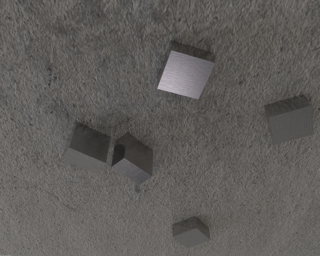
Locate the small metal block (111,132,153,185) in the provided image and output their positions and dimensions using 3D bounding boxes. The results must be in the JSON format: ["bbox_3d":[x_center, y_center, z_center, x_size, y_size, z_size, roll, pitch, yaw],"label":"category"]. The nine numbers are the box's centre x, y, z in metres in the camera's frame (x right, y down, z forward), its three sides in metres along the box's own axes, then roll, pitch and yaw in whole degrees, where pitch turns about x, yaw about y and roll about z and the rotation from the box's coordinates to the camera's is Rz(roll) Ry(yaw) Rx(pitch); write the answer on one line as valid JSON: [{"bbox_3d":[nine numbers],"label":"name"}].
[{"bbox_3d":[-0.037,0.042,0.426,0.025,0.050,0.050,-36,122,27],"label":"small metal block"}]

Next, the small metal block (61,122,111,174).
[{"bbox_3d":[-0.097,0.026,0.412,0.050,0.050,0.025,27,125,-21],"label":"small metal block"}]

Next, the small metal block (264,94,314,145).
[{"bbox_3d":[0.167,-0.010,0.400,0.050,0.025,0.050,-17,128,13],"label":"small metal block"}]

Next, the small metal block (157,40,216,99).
[{"bbox_3d":[0.028,-0.065,0.352,0.050,0.025,0.050,13,129,-12],"label":"small metal block"}]

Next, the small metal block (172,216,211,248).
[{"bbox_3d":[0.058,0.193,0.572,0.050,0.025,0.050,-28,125,21],"label":"small metal block"}]
